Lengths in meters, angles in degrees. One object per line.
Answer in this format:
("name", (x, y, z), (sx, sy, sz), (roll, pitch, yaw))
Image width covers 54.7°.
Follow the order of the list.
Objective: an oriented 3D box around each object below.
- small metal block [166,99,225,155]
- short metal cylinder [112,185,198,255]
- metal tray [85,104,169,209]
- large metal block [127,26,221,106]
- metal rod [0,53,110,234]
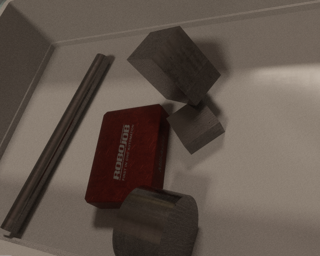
("small metal block", (0.044, -0.004, 0.384), (0.050, 0.025, 0.050), (-35, 52, 5))
("short metal cylinder", (-0.002, 0.101, 0.308), (0.050, 0.080, 0.080), (7, 65, 31))
("metal tray", (-0.039, 0.036, 0.400), (0.090, 0.030, 0.130), (-7, 59, 24))
("large metal block", (0.015, -0.077, 0.392), (0.050, 0.080, 0.080), (-51, 27, -8))
("metal rod", (-0.152, 0.011, 0.476), (0.025, 0.025, 0.300), (10, 67, 32))
